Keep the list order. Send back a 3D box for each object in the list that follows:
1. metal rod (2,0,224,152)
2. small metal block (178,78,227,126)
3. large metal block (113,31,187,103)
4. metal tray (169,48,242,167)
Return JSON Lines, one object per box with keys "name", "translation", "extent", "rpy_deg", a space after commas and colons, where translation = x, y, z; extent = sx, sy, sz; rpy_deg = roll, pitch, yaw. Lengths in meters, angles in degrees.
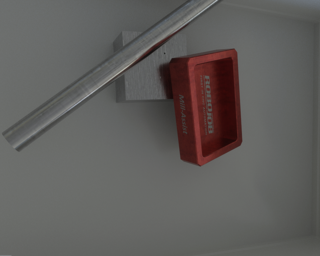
{"name": "metal rod", "translation": [-0.036, -0.079, 0.344], "extent": [0.301, 0.025, 0.025], "rpy_deg": [-40, 103, -14]}
{"name": "small metal block", "translation": [0.060, -0.035, 0.434], "extent": [0.050, 0.025, 0.050], "rpy_deg": [22, 83, -19]}
{"name": "large metal block", "translation": [-0.012, -0.074, 0.394], "extent": [0.081, 0.050, 0.079], "rpy_deg": [-3, 91, -20]}
{"name": "metal tray", "translation": [0.061, -0.028, 0.388], "extent": [0.091, 0.030, 0.129], "rpy_deg": [-20, 110, -37]}
